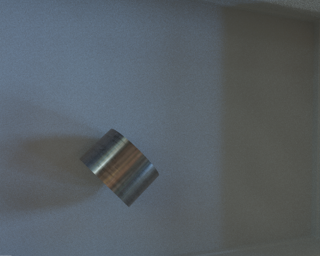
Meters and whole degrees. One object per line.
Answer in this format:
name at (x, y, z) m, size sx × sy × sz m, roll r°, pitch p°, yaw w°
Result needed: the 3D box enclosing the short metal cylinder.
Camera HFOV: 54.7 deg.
short metal cylinder at (-0.048, 0.047, 0.365) m, size 0.050 × 0.080 × 0.080 m, roll -46°, pitch 105°, yaw -14°
